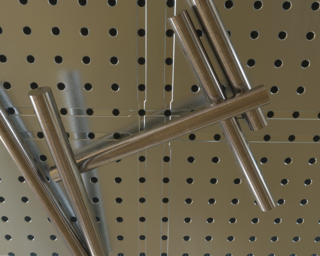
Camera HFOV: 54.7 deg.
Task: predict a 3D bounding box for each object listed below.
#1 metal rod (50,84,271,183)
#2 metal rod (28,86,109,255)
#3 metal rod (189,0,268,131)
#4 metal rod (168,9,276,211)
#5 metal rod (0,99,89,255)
[{"bbox_3d":[-0.011,0.012,0.401,0.301,0.025,0.025,-21,109,13],"label":"metal rod"},{"bbox_3d":[-0.112,0.086,0.417,0.025,0.025,0.298,-8,120,2],"label":"metal rod"},{"bbox_3d":[0.061,-0.126,0.367,0.025,0.025,0.299,-27,108,9],"label":"metal rod"},{"bbox_3d":[0.090,-0.010,0.411,0.025,0.025,0.299,-26,108,9],"label":"metal rod"},{"bbox_3d":[-0.171,0.081,0.440,0.025,0.025,0.299,-20,109,7],"label":"metal rod"}]
